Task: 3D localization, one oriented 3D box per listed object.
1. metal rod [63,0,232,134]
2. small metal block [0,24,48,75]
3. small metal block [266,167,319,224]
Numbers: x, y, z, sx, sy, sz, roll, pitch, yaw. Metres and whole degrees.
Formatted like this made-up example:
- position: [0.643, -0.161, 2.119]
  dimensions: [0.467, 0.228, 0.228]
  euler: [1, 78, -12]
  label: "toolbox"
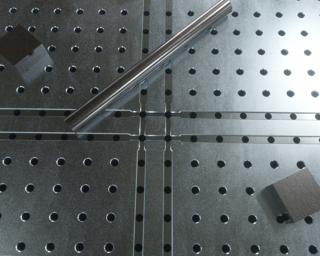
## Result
- position: [-0.008, -0.096, 0.446]
  dimensions: [0.301, 0.025, 0.025]
  euler: [-40, 75, -14]
  label: "metal rod"
- position: [-0.203, -0.115, 0.451]
  dimensions: [0.050, 0.025, 0.050]
  euler: [41, 75, 13]
  label: "small metal block"
- position: [0.170, 0.084, 0.383]
  dimensions: [0.050, 0.025, 0.050]
  euler: [-23, 72, -9]
  label: "small metal block"
